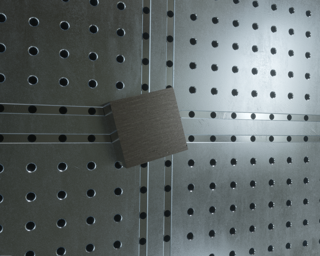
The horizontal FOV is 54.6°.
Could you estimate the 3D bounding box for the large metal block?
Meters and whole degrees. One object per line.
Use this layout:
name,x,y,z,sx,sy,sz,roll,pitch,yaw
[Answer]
large metal block,-0.020,-0.002,0.392,0.081,0.050,0.080,-16,95,-19
